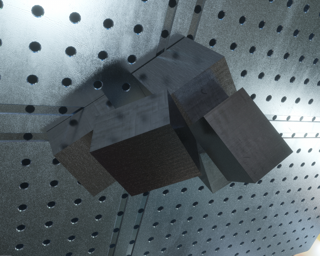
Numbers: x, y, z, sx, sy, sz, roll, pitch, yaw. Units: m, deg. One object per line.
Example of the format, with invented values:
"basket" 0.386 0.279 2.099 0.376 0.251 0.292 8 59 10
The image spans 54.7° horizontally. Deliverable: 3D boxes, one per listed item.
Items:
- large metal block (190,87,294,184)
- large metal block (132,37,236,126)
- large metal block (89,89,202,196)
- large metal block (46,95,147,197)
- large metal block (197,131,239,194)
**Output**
"large metal block" 0.081 0.012 0.337 0.050 0.080 0.080 -37 87 -10
"large metal block" 0.026 -0.052 0.357 0.080 0.080 0.050 -36 129 -5
"large metal block" -0.012 0.018 0.316 0.080 0.050 0.080 -20 131 15
"large metal block" -0.072 0.021 0.369 0.080 0.050 0.080 -34 129 -6
"large metal block" 0.064 0.029 0.428 0.050 0.080 0.080 -30 129 -10
